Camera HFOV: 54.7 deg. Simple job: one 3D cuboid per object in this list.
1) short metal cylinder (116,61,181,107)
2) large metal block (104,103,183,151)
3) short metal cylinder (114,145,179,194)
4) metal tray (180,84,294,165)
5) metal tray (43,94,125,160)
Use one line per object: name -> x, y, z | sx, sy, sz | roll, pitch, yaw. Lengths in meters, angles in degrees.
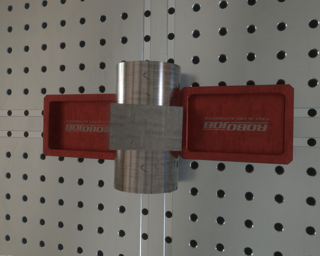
short metal cylinder -> -0.015, -0.051, 0.388 | 0.080, 0.080, 0.050 | 2, 91, 20
large metal block -> -0.024, -0.001, 0.376 | 0.081, 0.080, 0.050 | 2, 91, -14
short metal cylinder -> -0.017, 0.049, 0.389 | 0.080, 0.080, 0.050 | 2, 91, 20
metal tray -> 0.091, -0.005, 0.377 | 0.130, 0.030, 0.089 | 1, 90, 19
metal tray -> -0.105, -0.003, 0.446 | 0.130, 0.030, 0.089 | 1, 90, 19
